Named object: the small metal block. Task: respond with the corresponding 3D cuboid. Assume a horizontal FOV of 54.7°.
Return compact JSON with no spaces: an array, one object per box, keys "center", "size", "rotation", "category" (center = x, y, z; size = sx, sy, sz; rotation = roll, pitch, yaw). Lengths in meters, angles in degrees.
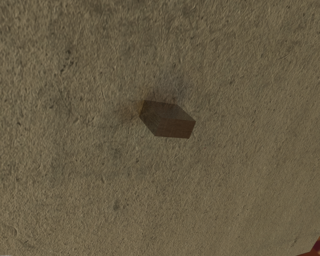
[{"center":[0.009,-0.011,0.391],"size":[0.050,0.050,0.025],"rotation":[5,116,-31],"category":"small metal block"}]
